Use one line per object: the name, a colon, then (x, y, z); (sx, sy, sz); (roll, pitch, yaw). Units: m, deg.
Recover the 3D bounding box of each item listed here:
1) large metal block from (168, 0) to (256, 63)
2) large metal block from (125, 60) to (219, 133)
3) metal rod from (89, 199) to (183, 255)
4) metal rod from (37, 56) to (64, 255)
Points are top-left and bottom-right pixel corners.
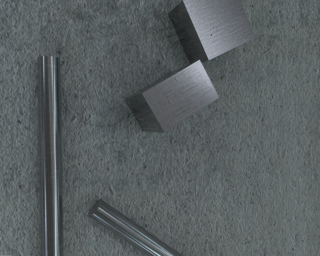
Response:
large metal block: (0.070, -0.140, 0.423); (0.081, 0.050, 0.080); (-28, 100, -18)
large metal block: (0.011, -0.037, 0.385); (0.080, 0.080, 0.050); (-33, 101, -17)
metal rod: (0.031, 0.190, 0.422); (0.301, 0.025, 0.025); (40, 77, -16)
metal rod: (-0.127, 0.068, 0.362); (0.025, 0.025, 0.298); (-1, 90, -20)
